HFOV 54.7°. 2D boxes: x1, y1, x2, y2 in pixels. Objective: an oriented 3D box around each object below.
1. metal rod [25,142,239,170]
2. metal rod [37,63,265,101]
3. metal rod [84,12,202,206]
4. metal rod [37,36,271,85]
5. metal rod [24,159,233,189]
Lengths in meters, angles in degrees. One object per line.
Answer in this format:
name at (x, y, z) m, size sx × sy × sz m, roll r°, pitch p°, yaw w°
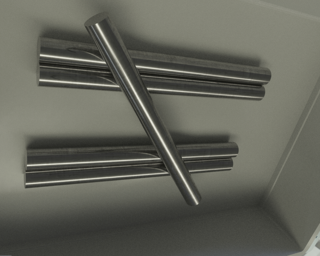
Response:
metal rod at (-0.017, 0.035, 0.418) m, size 0.303 × 0.025 × 0.025 m, roll 0°, pitch 119°, yaw -29°
metal rod at (0.012, -0.053, 0.380) m, size 0.303 × 0.025 × 0.025 m, roll 0°, pitch 118°, yaw -29°
metal rod at (-0.004, 0.004, 0.375) m, size 0.025 × 0.025 × 0.299 m, roll -33°, pitch 129°, yaw -7°
metal rod at (0.016, -0.074, 0.369) m, size 0.303 × 0.025 × 0.025 m, roll 0°, pitch 118°, yaw -29°
metal rod at (-0.023, 0.057, 0.429) m, size 0.303 × 0.025 × 0.025 m, roll 0°, pitch 119°, yaw -29°
